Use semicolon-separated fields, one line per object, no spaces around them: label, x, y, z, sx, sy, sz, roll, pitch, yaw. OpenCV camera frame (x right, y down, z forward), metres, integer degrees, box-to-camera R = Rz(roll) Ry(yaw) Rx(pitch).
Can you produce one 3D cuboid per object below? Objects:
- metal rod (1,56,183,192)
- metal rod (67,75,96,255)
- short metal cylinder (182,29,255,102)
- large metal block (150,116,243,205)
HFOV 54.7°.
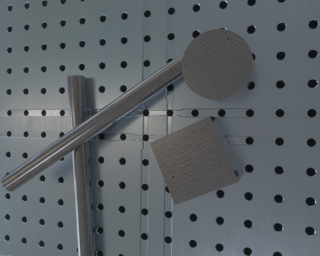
metal rod;-0.093;-0.002;0.423;0.300;0.025;0.025;-33;79;8
metal rod;-0.113;0.074;0.452;0.025;0.025;0.298;-4;89;20
short metal cylinder;0.072;-0.072;0.374;0.080;0.050;0.079;0;90;20
large metal block;0.046;0.039;0.383;0.080;0.050;0.080;-25;82;18
